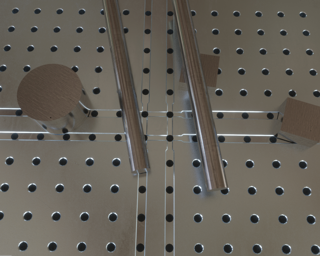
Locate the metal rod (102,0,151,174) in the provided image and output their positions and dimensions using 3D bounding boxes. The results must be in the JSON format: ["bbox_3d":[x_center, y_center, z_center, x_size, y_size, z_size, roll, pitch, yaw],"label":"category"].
[{"bbox_3d":[-0.053,-0.083,0.441,0.025,0.025,0.299,-11,70,-4],"label":"metal rod"}]

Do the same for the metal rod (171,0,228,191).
[{"bbox_3d":[0.047,-0.068,0.410,0.025,0.025,0.299,-7,70,-3],"label":"metal rod"}]

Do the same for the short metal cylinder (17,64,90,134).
[{"bbox_3d":[-0.138,-0.037,0.411,0.081,0.050,0.080,0,70,0],"label":"short metal cylinder"}]

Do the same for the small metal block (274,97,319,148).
[{"bbox_3d":[0.187,-0.007,0.416,0.050,0.025,0.050,18,71,6],"label":"small metal block"}]

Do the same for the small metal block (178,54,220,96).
[{"bbox_3d":[0.055,-0.078,0.440,0.050,0.025,0.050,9,70,3],"label":"small metal block"}]
